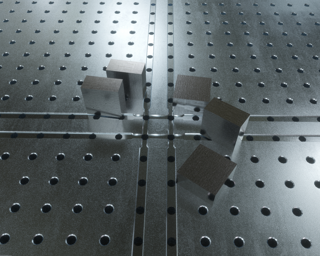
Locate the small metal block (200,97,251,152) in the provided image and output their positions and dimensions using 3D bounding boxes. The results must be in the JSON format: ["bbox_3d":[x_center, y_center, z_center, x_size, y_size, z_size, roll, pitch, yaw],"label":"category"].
[{"bbox_3d":[0.082,-0.004,0.396,0.050,0.050,0.025,30,56,22],"label":"small metal block"}]

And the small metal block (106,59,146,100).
[{"bbox_3d":[-0.047,-0.070,0.450,0.050,0.050,0.025,8,51,6],"label":"small metal block"}]

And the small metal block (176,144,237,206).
[{"bbox_3d":[0.054,0.054,0.363,0.050,0.025,0.050,30,56,22],"label":"small metal block"}]

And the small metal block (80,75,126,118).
[{"bbox_3d":[-0.077,-0.043,0.427,0.050,0.050,0.025,7,51,6],"label":"small metal block"}]

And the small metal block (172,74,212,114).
[{"bbox_3d":[0.047,-0.049,0.450,0.050,0.025,0.050,7,50,6],"label":"small metal block"}]
